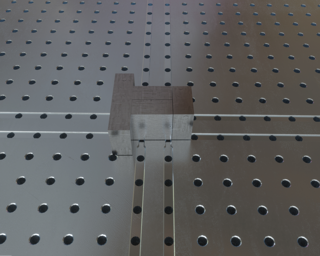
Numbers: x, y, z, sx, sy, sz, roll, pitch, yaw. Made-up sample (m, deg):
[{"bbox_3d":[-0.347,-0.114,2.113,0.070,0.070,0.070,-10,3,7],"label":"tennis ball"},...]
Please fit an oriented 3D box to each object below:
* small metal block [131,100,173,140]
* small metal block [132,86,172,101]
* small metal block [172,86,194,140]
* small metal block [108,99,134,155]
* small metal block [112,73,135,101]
[{"bbox_3d":[-0.010,-0.010,0.399,0.050,0.050,0.025,0,50,-1],"label":"small metal block"},{"bbox_3d":[-0.010,-0.029,0.415,0.050,0.050,0.025,0,50,-1],"label":"small metal block"},{"bbox_3d":[0.028,-0.020,0.407,0.025,0.050,0.050,0,50,0],"label":"small metal block"},{"bbox_3d":[-0.048,-0.001,0.390,0.025,0.050,0.050,0,50,0],"label":"small metal block"},{"bbox_3d":[-0.048,-0.039,0.423,0.025,0.050,0.050,0,50,0],"label":"small metal block"}]
